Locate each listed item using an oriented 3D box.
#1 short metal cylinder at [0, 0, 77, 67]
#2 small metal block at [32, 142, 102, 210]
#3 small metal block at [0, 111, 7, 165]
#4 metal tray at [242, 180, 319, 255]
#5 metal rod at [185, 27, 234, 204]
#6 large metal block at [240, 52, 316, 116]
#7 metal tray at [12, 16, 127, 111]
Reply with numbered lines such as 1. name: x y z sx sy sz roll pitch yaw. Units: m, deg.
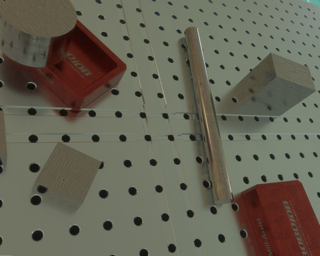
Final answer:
1. short metal cylinder: -0.139 -0.116 0.348 0.081 0.050 0.080 13 56 -21
2. small metal block: -0.097 0.050 0.325 0.050 0.025 0.050 27 52 -11
3. small metal block: -0.180 0.011 0.304 0.050 0.025 0.050 -3 63 -30
4. metal tray: 0.172 0.138 0.413 0.091 0.030 0.130 0 62 -28
5. metal rod: 0.068 -0.036 0.466 0.025 0.025 0.299 8 58 -24
6. large metal block: 0.194 -0.070 0.520 0.081 0.080 0.050 14 56 -21
7. metal tray: -0.119 -0.094 0.397 0.130 0.030 0.090 43 51 1
